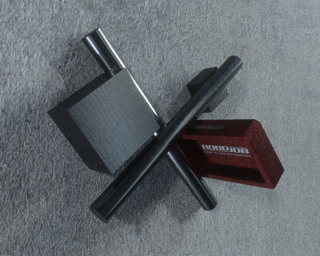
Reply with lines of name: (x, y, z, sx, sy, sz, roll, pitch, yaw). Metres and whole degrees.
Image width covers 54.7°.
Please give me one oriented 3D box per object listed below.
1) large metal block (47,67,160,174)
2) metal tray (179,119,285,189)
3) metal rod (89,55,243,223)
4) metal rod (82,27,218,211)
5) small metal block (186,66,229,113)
large metal block: (-0.059, -0.009, 0.341, 0.080, 0.050, 0.080, -44, 117, -31)
metal tray: (0.084, 0.032, 0.410, 0.030, 0.130, 0.090, -50, 120, -28)
metal rod: (0.025, -0.005, 0.396, 0.301, 0.025, 0.025, -47, 118, -30)
metal rod: (0.000, 0.006, 0.408, 0.025, 0.025, 0.299, -50, 120, -29)
small metal block: (0.073, -0.058, 0.469, 0.050, 0.025, 0.050, -43, 116, -32)
